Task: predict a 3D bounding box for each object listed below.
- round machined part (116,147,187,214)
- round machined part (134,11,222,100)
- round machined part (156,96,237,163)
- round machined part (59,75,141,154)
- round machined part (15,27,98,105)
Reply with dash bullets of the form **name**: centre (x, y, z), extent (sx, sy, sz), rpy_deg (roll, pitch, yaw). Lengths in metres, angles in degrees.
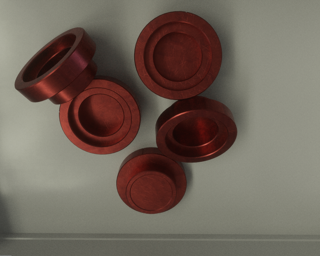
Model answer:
- **round machined part**: centre (-0.012, 0.080, 0.432), extent (0.099, 0.042, 0.097), rpy_deg (0, 110, -1)
- **round machined part**: centre (0.021, -0.084, 0.366), extent (0.099, 0.042, 0.097), rpy_deg (0, 101, 1)
- **round machined part**: centre (0.043, -0.002, 0.389), extent (0.099, 0.042, 0.097), rpy_deg (-3, 137, -2)
- **round machined part**: centre (-0.073, -0.019, 0.394), extent (0.099, 0.042, 0.097), rpy_deg (0, 110, -1)
- **round machined part**: centre (-0.111, -0.065, 0.351), extent (0.098, 0.098, 0.042), rpy_deg (-32, 128, 10)
